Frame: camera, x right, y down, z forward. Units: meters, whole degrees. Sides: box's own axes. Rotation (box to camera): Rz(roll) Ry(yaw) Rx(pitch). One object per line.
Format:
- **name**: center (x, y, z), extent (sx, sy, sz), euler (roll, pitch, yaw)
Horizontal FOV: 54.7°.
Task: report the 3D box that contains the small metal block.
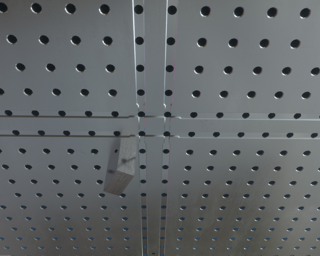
- **small metal block**: center (-0.058, 0.061, 0.446), extent (0.025, 0.050, 0.050), euler (22, 127, -18)
